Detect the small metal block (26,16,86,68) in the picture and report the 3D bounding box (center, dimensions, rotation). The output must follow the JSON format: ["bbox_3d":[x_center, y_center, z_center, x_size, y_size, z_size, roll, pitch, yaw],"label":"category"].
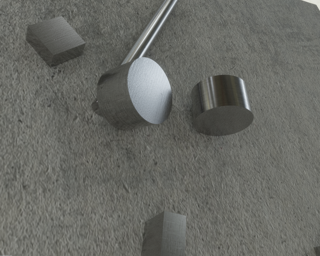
[{"bbox_3d":[-0.134,-0.112,0.401,0.050,0.025,0.050,49,51,6],"label":"small metal block"}]

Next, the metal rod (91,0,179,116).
[{"bbox_3d":[-0.024,-0.131,0.471,0.025,0.025,0.301,31,51,-9],"label":"metal rod"}]

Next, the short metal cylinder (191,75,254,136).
[{"bbox_3d":[0.086,-0.030,0.435,0.081,0.080,0.050,12,57,-22],"label":"short metal cylinder"}]

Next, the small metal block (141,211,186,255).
[{"bbox_3d":[0.003,0.119,0.318,0.025,0.050,0.050,19,54,-18],"label":"small metal block"}]

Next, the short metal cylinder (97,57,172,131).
[{"bbox_3d":[-0.029,-0.040,0.377,0.080,0.050,0.080,19,66,-49],"label":"short metal cylinder"}]

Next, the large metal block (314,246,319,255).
[{"bbox_3d":[0.268,0.197,0.415,0.081,0.050,0.080,8,58,-24],"label":"large metal block"}]
